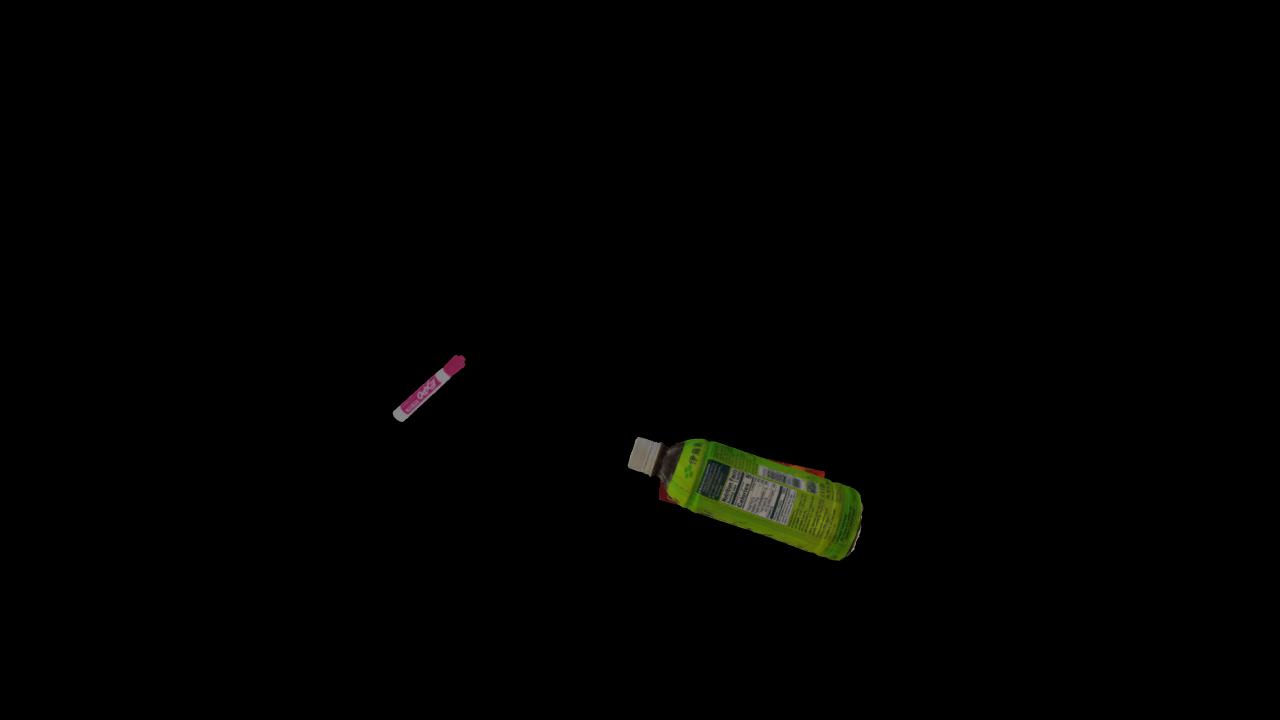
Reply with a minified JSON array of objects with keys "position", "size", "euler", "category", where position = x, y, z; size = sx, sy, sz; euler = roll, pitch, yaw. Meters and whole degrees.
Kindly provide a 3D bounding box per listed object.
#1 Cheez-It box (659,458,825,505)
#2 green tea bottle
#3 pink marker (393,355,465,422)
[{"position":[0.167,0.203,1.002],"size":[0.223,0.071,0.166],"euler":[8,7,33],"category":"Cheez-It box"},{"position":[0.093,0.118,0.568],"size":[0.212,0.073,0.073],"euler":[20,1,3],"category":"green tea bottle"},{"position":[-0.270,0.035,0.791],"size":[0.121,0.020,0.020],"euler":[-40,-8,10],"category":"pink marker"}]
